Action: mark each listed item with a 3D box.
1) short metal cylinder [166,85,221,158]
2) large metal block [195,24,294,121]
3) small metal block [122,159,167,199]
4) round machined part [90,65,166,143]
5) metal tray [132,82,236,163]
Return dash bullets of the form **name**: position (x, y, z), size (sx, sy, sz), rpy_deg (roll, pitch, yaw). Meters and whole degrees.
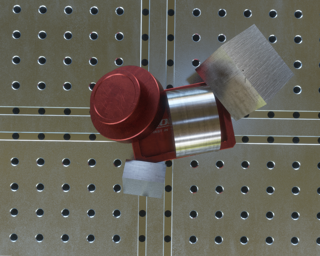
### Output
- **short metal cylinder**: position (0.038, -0.008, 0.370), size (0.050, 0.080, 0.080), rpy_deg (-9, 90, -1)
- **large metal block**: position (0.104, -0.068, 0.378), size (0.080, 0.050, 0.080), rpy_deg (-39, 91, -37)
- **small metal block**: position (-0.020, 0.066, 0.395), size (0.050, 0.050, 0.025), rpy_deg (8, 56, 0)
- **round machined part**: position (-0.046, -0.033, 0.382), size (0.098, 0.042, 0.098), rpy_deg (-6, 74, 22)
- **metal tray**: position (0.025, -0.007, 0.409), size (0.131, 0.030, 0.089), rpy_deg (-11, 90, 0)
